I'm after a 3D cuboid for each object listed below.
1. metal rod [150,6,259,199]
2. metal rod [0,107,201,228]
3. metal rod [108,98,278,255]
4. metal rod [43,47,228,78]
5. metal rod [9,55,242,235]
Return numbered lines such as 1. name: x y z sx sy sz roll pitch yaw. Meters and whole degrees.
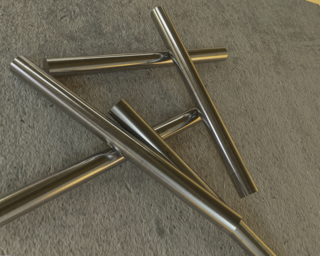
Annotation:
1. metal rod: 0.053 -0.048 0.428 0.025 0.025 0.299 -11 68 -33
2. metal rod: -0.040 0.025 0.366 0.302 0.025 0.025 -26 76 -37
3. metal rod: 0.054 0.082 0.363 0.300 0.025 0.025 46 51 -4
4. metal rod: -0.014 -0.100 0.456 0.303 0.025 0.025 -13 69 -34
5. metal rod: -0.044 0.013 0.339 0.300 0.025 0.025 36 50 8
